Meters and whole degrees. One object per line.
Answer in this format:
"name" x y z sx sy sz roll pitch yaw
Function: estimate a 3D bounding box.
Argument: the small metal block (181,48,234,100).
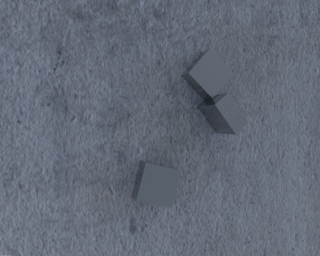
"small metal block" 0.067 -0.075 0.435 0.050 0.025 0.050 44 76 -15

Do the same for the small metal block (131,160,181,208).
"small metal block" -0.005 0.074 0.408 0.050 0.025 0.050 16 85 -20

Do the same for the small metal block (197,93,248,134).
"small metal block" 0.086 -0.019 0.429 0.025 0.050 0.050 -41 104 -15
